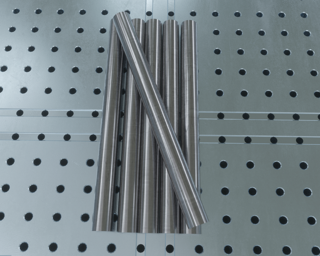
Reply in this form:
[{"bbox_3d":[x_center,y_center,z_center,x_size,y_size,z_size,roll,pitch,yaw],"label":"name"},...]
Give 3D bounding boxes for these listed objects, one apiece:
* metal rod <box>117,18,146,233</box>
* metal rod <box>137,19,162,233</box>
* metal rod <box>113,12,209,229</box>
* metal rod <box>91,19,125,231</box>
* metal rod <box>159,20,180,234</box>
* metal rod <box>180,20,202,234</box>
[{"bbox_3d":[-0.036,-0.017,0.417,0.025,0.025,0.299,1,70,0],"label":"metal rod"},{"bbox_3d":[-0.012,-0.016,0.417,0.025,0.025,0.299,1,70,0],"label":"metal rod"},{"bbox_3d":[-0.006,-0.024,0.394,0.025,0.025,0.299,-18,71,-6],"label":"metal rod"},{"bbox_3d":[-0.066,-0.018,0.417,0.025,0.025,0.299,1,70,0],"label":"metal rod"},{"bbox_3d":[0.014,-0.016,0.418,0.025,0.025,0.299,1,70,0],"label":"metal rod"},{"bbox_3d":[0.040,-0.015,0.418,0.025,0.025,0.299,1,70,0],"label":"metal rod"}]
